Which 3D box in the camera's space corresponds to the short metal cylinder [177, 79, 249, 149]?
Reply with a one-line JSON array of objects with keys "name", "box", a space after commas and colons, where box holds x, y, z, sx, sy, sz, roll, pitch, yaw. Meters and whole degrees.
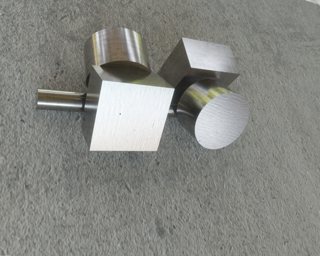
[{"name": "short metal cylinder", "box": [0.069, -0.019, 0.411, 0.081, 0.079, 0.050, 2, 26, -27]}]

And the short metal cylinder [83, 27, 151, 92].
[{"name": "short metal cylinder", "box": [-0.053, -0.078, 0.388, 0.081, 0.080, 0.050, 3, 60, -27]}]

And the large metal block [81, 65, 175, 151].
[{"name": "large metal block", "box": [-0.039, -0.021, 0.354, 0.081, 0.079, 0.050, 3, 26, -27]}]

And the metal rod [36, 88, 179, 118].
[{"name": "metal rod", "box": [-0.006, -0.028, 0.421, 0.303, 0.025, 0.025, 2, 61, -27]}]

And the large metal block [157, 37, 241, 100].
[{"name": "large metal block", "box": [0.053, -0.078, 0.445, 0.081, 0.080, 0.050, 1, 61, -28]}]
